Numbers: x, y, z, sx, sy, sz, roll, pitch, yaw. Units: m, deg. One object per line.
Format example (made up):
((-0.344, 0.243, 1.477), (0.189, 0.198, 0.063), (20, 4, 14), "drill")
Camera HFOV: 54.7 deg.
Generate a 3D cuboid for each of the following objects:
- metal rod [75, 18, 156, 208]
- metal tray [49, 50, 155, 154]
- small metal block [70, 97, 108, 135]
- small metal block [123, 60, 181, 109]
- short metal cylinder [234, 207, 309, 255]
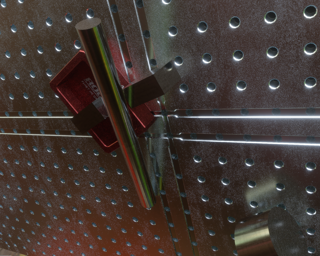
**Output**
((-0.043, 0.009, 0.392), (0.025, 0.025, 0.298), (9, 137, 23), "metal rod")
((-0.080, -0.036, 0.426), (0.090, 0.030, 0.130), (-31, 102, 37), "metal tray")
((-0.081, -0.023, 0.405), (0.050, 0.050, 0.025), (-29, 102, 37), "small metal block")
((-0.010, -0.052, 0.367), (0.050, 0.050, 0.025), (-20, 108, 35), "small metal block")
((0.141, 0.146, 0.392), (0.080, 0.080, 0.050), (48, 128, -6), "short metal cylinder")
